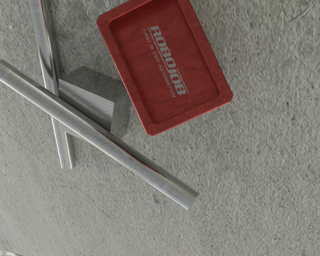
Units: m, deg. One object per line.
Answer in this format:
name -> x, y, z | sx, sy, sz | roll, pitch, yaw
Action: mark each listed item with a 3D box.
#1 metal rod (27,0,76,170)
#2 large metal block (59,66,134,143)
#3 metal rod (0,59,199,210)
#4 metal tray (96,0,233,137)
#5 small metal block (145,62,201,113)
metal rod -> -0.153, -0.064, 0.445 | 0.025, 0.025, 0.298 | 14, 124, 20
large metal block -> -0.088, -0.027, 0.419 | 0.080, 0.050, 0.079 | 24, 127, 13
metal rod -> -0.085, 0.005, 0.388 | 0.301, 0.025, 0.025 | 34, 129, 5
metal tray -> 0.005, -0.067, 0.310 | 0.090, 0.030, 0.129 | -24, 89, 7
small metal block -> 0.016, -0.044, 0.353 | 0.050, 0.050, 0.025 | 35, 129, 5
